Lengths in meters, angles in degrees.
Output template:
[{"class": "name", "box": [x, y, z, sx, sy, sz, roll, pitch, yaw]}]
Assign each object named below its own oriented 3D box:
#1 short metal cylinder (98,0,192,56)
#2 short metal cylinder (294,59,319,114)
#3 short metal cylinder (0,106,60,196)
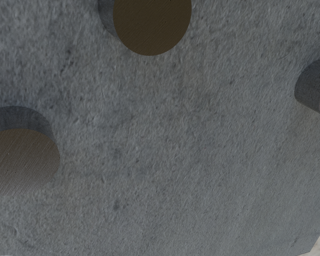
[{"class": "short metal cylinder", "box": [-0.016, -0.119, 0.310, 0.081, 0.050, 0.079, -14, 125, -21]}, {"class": "short metal cylinder", "box": [0.268, -0.065, 0.500, 0.081, 0.050, 0.079, -14, 125, -21]}, {"class": "short metal cylinder", "box": [-0.151, 0.023, 0.323, 0.081, 0.050, 0.079, -14, 125, -21]}]
